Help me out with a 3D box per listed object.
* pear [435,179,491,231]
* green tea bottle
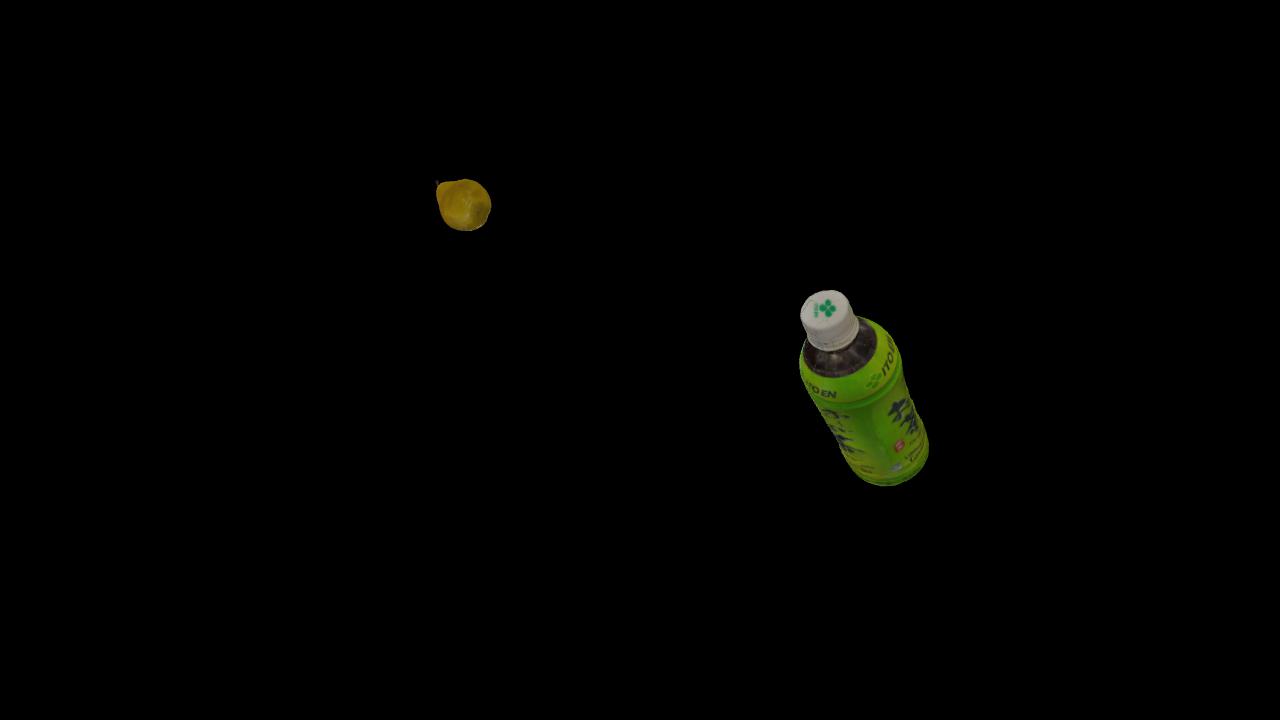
[{"bbox_3d":[-0.290,-0.248,0.959,0.111,0.080,0.080,25,10,22],"label":"pear"},{"bbox_3d":[0.163,0.023,0.458,0.073,0.073,0.212,0,-33,36],"label":"green tea bottle"}]
